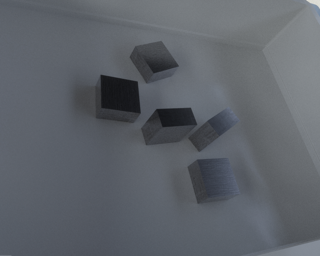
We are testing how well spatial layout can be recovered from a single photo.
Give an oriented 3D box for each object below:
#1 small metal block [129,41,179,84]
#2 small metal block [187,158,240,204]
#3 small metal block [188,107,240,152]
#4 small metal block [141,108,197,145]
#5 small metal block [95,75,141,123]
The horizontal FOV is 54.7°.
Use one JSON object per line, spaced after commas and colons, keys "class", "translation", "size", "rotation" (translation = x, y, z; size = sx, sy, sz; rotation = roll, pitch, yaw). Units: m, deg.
{"class": "small metal block", "translation": [-0.008, -0.099, 0.461], "size": [0.050, 0.025, 0.050], "rotation": [-23, 74, -36]}
{"class": "small metal block", "translation": [0.069, 0.068, 0.401], "size": [0.050, 0.025, 0.050], "rotation": [0, 62, -28]}
{"class": "small metal block", "translation": [0.075, 0.002, 0.428], "size": [0.050, 0.050, 0.025], "rotation": [-31, 79, -38]}
{"class": "small metal block", "translation": [0.011, -0.002, 0.396], "size": [0.050, 0.050, 0.025], "rotation": [-4, 64, -30]}
{"class": "small metal block", "translation": [-0.055, -0.037, 0.399], "size": [0.050, 0.025, 0.050], "rotation": [7, 59, -25]}
